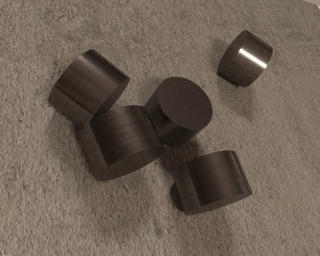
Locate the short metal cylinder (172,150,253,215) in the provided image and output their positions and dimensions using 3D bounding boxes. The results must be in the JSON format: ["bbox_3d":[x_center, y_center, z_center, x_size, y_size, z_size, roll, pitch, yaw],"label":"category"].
[{"bbox_3d":[0.060,0.065,0.363,0.081,0.080,0.050,-4,64,-30],"label":"short metal cylinder"}]

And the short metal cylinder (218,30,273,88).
[{"bbox_3d":[0.141,-0.115,0.517,0.050,0.080,0.080,30,52,-10],"label":"short metal cylinder"}]

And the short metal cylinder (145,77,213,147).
[{"bbox_3d":[0.023,-0.021,0.415,0.081,0.050,0.080,14,56,-21],"label":"short metal cylinder"}]

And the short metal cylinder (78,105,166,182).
[{"bbox_3d":[-0.041,0.018,0.337,0.081,0.080,0.050,-14,70,-34],"label":"short metal cylinder"}]

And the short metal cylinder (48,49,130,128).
[{"bbox_3d":[-0.079,-0.042,0.352,0.050,0.080,0.080,39,51,-3],"label":"short metal cylinder"}]
